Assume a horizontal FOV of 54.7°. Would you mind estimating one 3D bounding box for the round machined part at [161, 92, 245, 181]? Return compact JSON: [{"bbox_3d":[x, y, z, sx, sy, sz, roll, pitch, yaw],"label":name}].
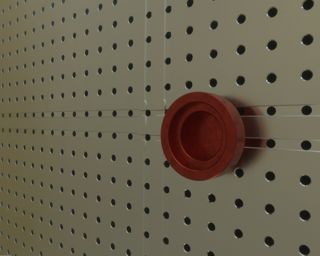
[{"bbox_3d":[0.052,0.009,0.354,0.098,0.042,0.097,0,90,39],"label":"round machined part"}]
